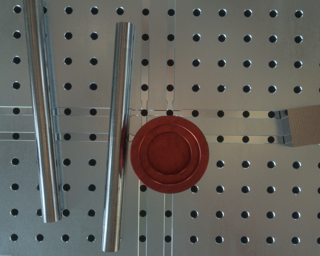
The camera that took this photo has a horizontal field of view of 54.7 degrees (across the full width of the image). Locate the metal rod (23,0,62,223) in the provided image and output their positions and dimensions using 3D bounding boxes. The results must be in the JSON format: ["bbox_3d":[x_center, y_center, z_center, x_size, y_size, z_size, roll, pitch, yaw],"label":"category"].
[{"bbox_3d":[-0.156,-0.026,0.411,0.025,0.025,0.298,-5,90,0],"label":"metal rod"}]

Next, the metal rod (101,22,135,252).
[{"bbox_3d":[-0.056,0.012,0.412,0.025,0.025,0.298,4,90,0],"label":"metal rod"}]

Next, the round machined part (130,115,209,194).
[{"bbox_3d":[0.012,0.033,0.405,0.099,0.042,0.097,0,90,0],"label":"round machined part"}]

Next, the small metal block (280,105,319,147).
[{"bbox_3d":[0.194,-0.003,0.415,0.050,0.025,0.050,-9,90,0],"label":"small metal block"}]
